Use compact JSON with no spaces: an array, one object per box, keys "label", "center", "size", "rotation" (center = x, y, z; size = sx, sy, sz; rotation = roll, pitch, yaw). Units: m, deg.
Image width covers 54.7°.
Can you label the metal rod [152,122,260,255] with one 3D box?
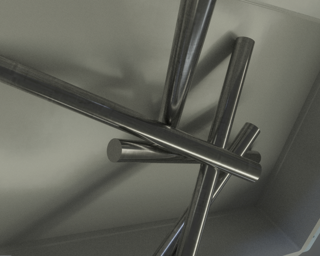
[{"label":"metal rod","center":[0.043,0.114,0.405],"size":[0.300,0.025,0.025],"rotation":[-52,131,-15]}]

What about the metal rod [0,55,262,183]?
[{"label":"metal rod","center":[-0.020,-0.002,0.332],"size":[0.302,0.025,0.025],"rotation":[23,107,-16]}]

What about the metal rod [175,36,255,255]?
[{"label":"metal rod","center":[0.069,0.029,0.387],"size":[0.025,0.025,0.299],"rotation":[22,82,-36]}]

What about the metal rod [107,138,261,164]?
[{"label":"metal rod","center":[0.058,0.037,0.425],"size":[0.302,0.025,0.025],"rotation":[8,115,-46]}]

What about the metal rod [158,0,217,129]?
[{"label":"metal rod","center":[0.017,-0.040,0.307],"size":[0.025,0.025,0.298],"rotation":[-20,154,-17]}]
